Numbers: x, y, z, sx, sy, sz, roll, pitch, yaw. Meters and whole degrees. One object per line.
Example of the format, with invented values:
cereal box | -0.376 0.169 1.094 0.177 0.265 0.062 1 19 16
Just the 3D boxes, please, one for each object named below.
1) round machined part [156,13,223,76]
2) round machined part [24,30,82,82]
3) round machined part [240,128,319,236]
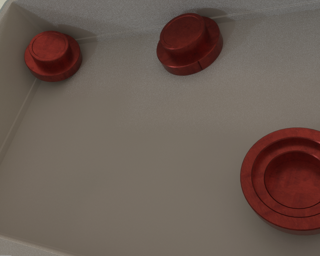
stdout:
round machined part | 0.039 -0.128 0.453 0.098 0.042 0.098 -13 56 21
round machined part | -0.193 -0.135 0.554 0.099 0.042 0.098 1 64 -2
round machined part | 0.130 0.052 0.294 0.098 0.042 0.098 -13 56 21
